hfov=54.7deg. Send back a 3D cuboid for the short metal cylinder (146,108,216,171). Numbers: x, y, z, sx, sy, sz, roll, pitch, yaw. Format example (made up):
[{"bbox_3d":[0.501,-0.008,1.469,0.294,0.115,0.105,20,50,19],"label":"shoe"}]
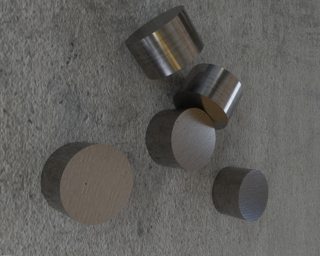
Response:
[{"bbox_3d":[0.028,0.014,0.412,0.081,0.050,0.080,0,90,-40],"label":"short metal cylinder"}]

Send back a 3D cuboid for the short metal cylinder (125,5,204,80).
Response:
[{"bbox_3d":[0.005,-0.102,0.373,0.080,0.080,0.050,-50,120,-28],"label":"short metal cylinder"}]

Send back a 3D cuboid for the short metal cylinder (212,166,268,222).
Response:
[{"bbox_3d":[0.129,0.104,0.497,0.081,0.050,0.080,0,90,-40],"label":"short metal cylinder"}]

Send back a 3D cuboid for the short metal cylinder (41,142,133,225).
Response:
[{"bbox_3d":[-0.076,0.055,0.325,0.081,0.050,0.080,0,90,-40],"label":"short metal cylinder"}]

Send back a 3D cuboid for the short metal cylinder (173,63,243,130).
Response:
[{"bbox_3d":[0.065,-0.041,0.423,0.080,0.080,0.050,46,63,-30],"label":"short metal cylinder"}]
